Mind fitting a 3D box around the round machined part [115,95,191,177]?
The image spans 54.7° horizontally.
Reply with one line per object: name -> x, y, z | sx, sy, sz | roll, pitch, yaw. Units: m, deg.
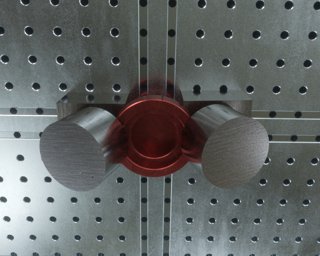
round machined part -> -0.007, 0.007, 0.375 | 0.099, 0.042, 0.097 | 0, 110, 0

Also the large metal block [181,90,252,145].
large metal block -> 0.068, -0.004, 0.399 | 0.080, 0.050, 0.079 | -1, 110, 0

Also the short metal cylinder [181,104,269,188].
short metal cylinder -> 0.070, 0.019, 0.340 | 0.081, 0.050, 0.079 | -7, 111, -19

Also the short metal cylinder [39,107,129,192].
short metal cylinder -> -0.082, 0.022, 0.340 | 0.080, 0.050, 0.079 | 8, 113, 20

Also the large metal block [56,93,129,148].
large metal block -> -0.082, 0.000, 0.399 | 0.081, 0.050, 0.079 | 1, 110, -1
